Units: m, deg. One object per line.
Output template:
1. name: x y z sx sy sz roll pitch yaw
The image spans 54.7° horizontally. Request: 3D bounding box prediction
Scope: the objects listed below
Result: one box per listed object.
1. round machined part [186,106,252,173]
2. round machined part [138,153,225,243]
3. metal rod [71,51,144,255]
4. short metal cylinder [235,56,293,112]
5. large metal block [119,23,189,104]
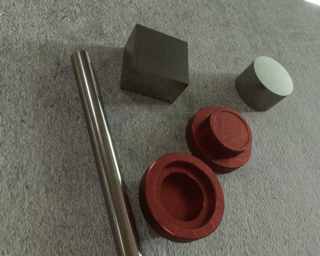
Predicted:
1. round machined part: 0.089 0.011 0.434 0.099 0.042 0.098 14 56 -21
2. round machined part: 0.021 0.081 0.355 0.099 0.042 0.098 14 56 -21
3. metal rod: -0.059 0.039 0.348 0.025 0.025 0.299 -5 64 -30
4. short metal cylinder: 0.177 -0.075 0.528 0.081 0.050 0.080 14 56 -21
5. large metal block: -0.007 -0.090 0.438 0.081 0.050 0.080 15 56 -20
